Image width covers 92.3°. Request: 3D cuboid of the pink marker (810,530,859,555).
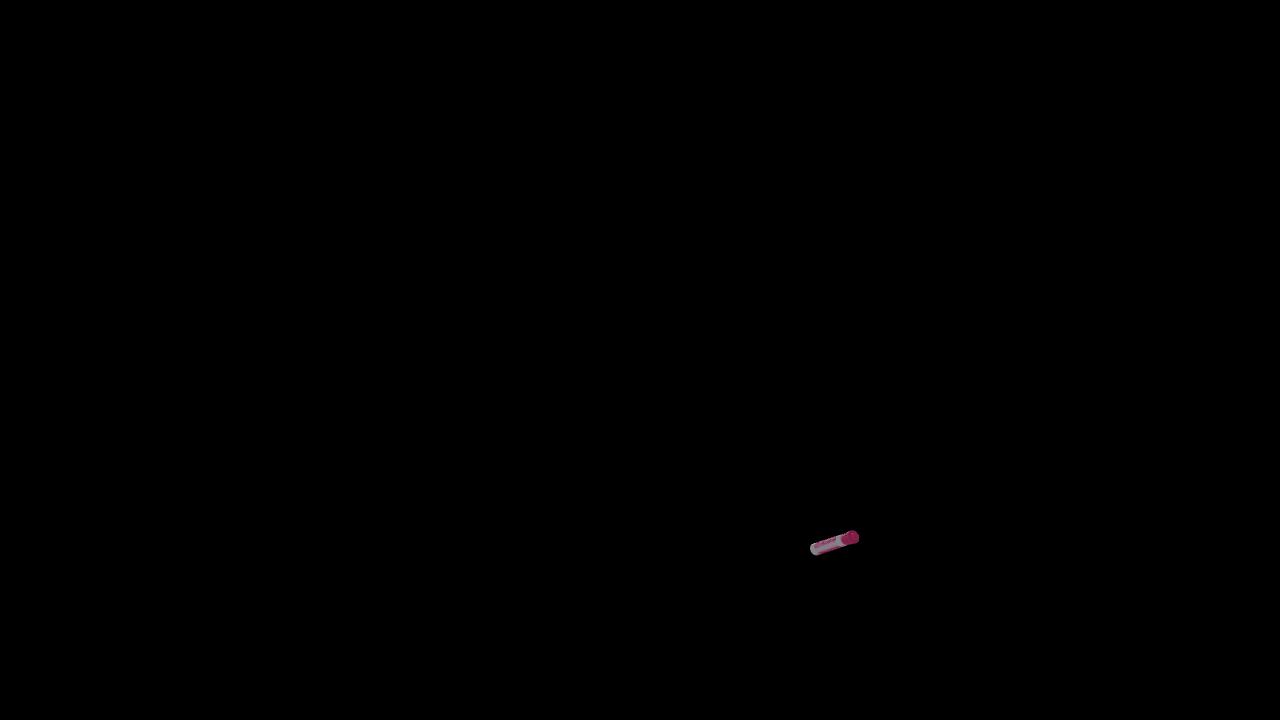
[{"bbox_3d":[0.297,0.280,0.939,0.020,0.020,0.121,0,-25,-15],"label":"pink marker"}]
